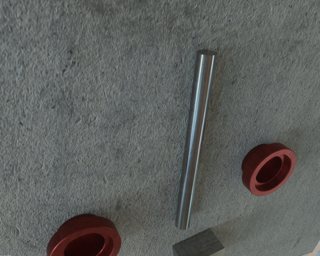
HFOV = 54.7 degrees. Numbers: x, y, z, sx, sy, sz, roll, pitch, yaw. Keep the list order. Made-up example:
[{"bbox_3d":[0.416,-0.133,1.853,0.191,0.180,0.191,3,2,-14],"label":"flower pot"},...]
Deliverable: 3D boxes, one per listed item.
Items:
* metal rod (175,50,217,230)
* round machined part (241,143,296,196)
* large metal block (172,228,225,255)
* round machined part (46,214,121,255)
[{"bbox_3d":[0.048,0.036,0.454,0.025,0.025,0.298,-10,123,-23],"label":"metal rod"},{"bbox_3d":[0.182,0.066,0.536,0.099,0.042,0.097,-14,124,-21],"label":"round machined part"},{"bbox_3d":[0.073,0.248,0.584,0.081,0.050,0.079,-19,126,-18],"label":"large metal block"},{"bbox_3d":[-0.108,0.161,0.436,0.099,0.042,0.097,-14,124,-21],"label":"round machined part"}]
